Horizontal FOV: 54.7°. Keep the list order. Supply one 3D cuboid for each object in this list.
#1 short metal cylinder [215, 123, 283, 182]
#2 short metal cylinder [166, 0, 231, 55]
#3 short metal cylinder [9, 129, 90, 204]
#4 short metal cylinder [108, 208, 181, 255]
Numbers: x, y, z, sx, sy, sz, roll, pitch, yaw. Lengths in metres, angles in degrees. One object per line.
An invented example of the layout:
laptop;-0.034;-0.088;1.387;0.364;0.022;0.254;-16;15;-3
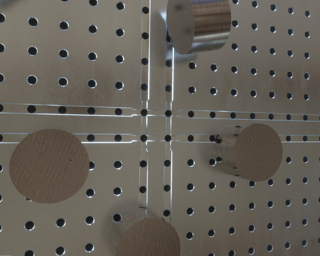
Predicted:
short metal cylinder;0.127;0.033;0.446;0.081;0.050;0.079;0;90;-20
short metal cylinder;0.048;-0.138;0.401;0.050;0.080;0.080;-13;95;-20
short metal cylinder;-0.125;0.041;0.353;0.081;0.050;0.079;0;90;-20
short metal cylinder;-0.021;0.147;0.392;0.081;0.050;0.079;0;90;-20
